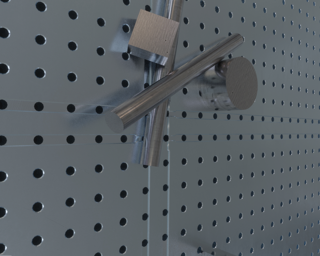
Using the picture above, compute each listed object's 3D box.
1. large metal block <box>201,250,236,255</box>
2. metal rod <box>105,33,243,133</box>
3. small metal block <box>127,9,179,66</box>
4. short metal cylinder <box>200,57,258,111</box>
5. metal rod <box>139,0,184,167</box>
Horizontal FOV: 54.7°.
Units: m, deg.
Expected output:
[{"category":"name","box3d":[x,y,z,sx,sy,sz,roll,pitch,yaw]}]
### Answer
[{"category":"large metal block","box3d":[0.101,0.234,0.459,0.050,0.080,0.080,18,79,-39]},{"category":"metal rod","box3d":[0.040,-0.076,0.415,0.302,0.025,0.025,-39,114,-42]},{"category":"small metal block","box3d":[-0.009,-0.113,0.387,0.050,0.025,0.050,18,76,-5]},{"category":"short metal cylinder","box3d":[0.108,-0.067,0.484,0.081,0.050,0.079,0,90,-40]},{"category":"metal rod","box3d":[0.009,-0.098,0.416,0.025,0.025,0.298,15,81,-39]}]
